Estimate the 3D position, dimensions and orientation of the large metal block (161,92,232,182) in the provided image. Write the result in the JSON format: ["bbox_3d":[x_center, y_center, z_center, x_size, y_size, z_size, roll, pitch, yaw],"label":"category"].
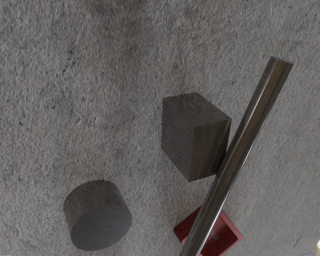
[{"bbox_3d":[0.043,0.009,0.400,0.050,0.080,0.079,-12,124,-22],"label":"large metal block"}]

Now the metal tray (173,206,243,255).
[{"bbox_3d":[0.093,0.197,0.576,0.090,0.030,0.130,-39,130,-2],"label":"metal tray"}]

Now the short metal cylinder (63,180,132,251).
[{"bbox_3d":[-0.084,0.117,0.417,0.081,0.050,0.079,-14,124,-21],"label":"short metal cylinder"}]

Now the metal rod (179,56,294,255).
[{"bbox_3d":[0.084,0.058,0.384,0.025,0.025,0.298,5,117,-31],"label":"metal rod"}]
